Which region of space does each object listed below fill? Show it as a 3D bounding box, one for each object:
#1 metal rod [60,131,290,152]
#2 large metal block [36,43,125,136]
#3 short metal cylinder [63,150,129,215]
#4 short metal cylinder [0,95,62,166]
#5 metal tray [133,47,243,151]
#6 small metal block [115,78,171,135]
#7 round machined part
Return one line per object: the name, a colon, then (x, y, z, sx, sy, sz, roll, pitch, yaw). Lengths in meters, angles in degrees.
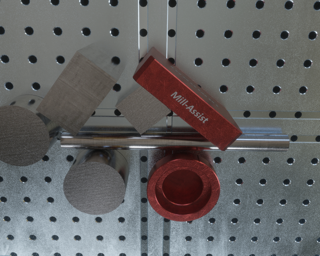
metal rod: (0.020, 0.018, 0.420, 0.302, 0.025, 0.025, 1, 110, -1)
large metal block: (-0.089, -0.048, 0.366, 0.050, 0.080, 0.080, 37, 106, -13)
short metal cylinder: (-0.085, 0.071, 0.425, 0.081, 0.050, 0.079, 0, 110, 0)
short metal cylinder: (-0.174, 0.002, 0.399, 0.081, 0.050, 0.079, 0, 110, 0)
metal tray: (0.031, -0.037, 0.365, 0.130, 0.090, 0.030, 38, 106, -13)
small metal block: (-0.021, -0.028, 0.403, 0.050, 0.025, 0.050, -37, 106, 12)
round machined part: (0.031, 0.078, 0.433, 0.099, 0.042, 0.097, 0, 110, 0)
